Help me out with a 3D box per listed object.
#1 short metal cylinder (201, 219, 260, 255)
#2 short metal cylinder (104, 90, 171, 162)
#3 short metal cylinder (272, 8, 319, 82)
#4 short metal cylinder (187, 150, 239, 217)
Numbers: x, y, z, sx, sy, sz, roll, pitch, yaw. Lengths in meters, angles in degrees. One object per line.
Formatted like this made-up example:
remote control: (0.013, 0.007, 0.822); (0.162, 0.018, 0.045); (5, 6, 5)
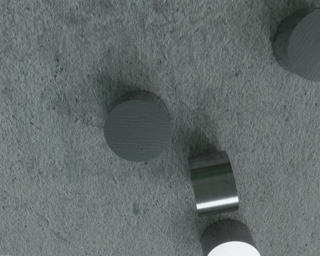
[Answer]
short metal cylinder: (0.104, 0.186, 0.466); (0.081, 0.050, 0.079); (0, 110, 0)
short metal cylinder: (-0.027, -0.004, 0.395); (0.081, 0.050, 0.079); (0, 110, 0)
short metal cylinder: (0.180, -0.099, 0.362); (0.081, 0.050, 0.079); (0, 110, 0)
short metal cylinder: (0.068, 0.072, 0.408); (0.050, 0.080, 0.079); (-11, 110, 4)
